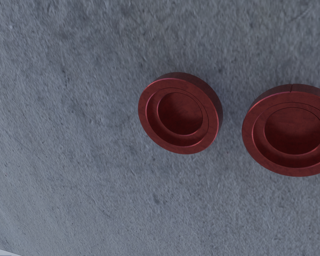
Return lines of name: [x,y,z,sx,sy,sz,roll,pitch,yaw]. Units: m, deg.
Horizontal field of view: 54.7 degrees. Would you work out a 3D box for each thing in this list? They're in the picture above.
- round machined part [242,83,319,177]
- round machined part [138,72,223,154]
round machined part: [0.139,-0.001,0.322,0.098,0.042,0.097,13,124,20]
round machined part: [0.027,-0.021,0.368,0.098,0.042,0.097,13,124,20]
